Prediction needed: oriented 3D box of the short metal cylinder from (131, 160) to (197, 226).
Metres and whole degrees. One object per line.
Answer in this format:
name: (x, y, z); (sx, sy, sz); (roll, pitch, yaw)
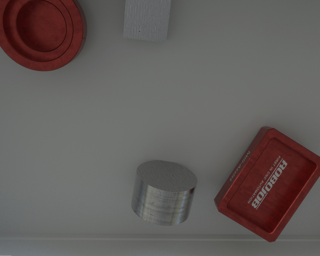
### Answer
short metal cylinder: (0.005, 0.084, 0.413); (0.081, 0.080, 0.050); (9, 110, -4)

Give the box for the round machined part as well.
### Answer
round machined part: (-0.133, -0.118, 0.357); (0.099, 0.042, 0.097); (0, 110, -1)

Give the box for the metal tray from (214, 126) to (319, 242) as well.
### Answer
metal tray: (0.145, 0.074, 0.416); (0.090, 0.030, 0.130); (32, 94, -3)

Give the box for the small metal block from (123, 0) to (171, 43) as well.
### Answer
small metal block: (-0.015, -0.130, 0.363); (0.050, 0.025, 0.050); (6, 110, -3)

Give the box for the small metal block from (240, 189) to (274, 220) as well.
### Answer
small metal block: (0.139, 0.108, 0.453); (0.050, 0.025, 0.050); (-4, 110, 1)
